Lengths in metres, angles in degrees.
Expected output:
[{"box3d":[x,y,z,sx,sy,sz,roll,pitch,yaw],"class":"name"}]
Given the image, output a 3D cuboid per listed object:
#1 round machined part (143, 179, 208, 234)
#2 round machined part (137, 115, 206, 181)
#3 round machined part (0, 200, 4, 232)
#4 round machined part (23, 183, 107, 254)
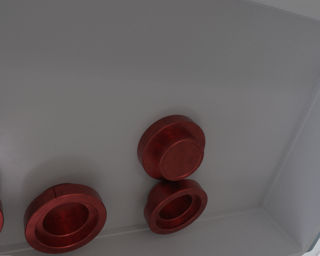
[{"box3d":[0.020,0.114,0.474,0.099,0.042,0.097,-16,132,-19],"class":"round machined part"},{"box3d":[0.022,0.034,0.431,0.099,0.042,0.097,-14,124,-21],"class":"round machined part"},{"box3d":[-0.224,0.094,0.331,0.099,0.042,0.097,-15,125,-23],"class":"round machined part"},{"box3d":[-0.122,0.110,0.399,0.099,0.042,0.097,-14,124,-21],"class":"round machined part"}]
